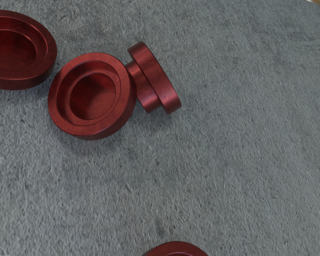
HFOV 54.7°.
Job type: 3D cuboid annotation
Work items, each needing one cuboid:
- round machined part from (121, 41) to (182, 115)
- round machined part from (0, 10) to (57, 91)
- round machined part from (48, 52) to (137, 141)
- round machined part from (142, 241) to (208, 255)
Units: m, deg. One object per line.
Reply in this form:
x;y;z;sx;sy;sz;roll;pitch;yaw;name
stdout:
-0.016;-0.057;0.396;0.042;0.098;0.098;-32;77;0;round machined part
-0.171;-0.082;0.351;0.099;0.042;0.098;14;56;-21;round machined part
-0.072;-0.033;0.352;0.098;0.042;0.098;-4;72;14;round machined part
0.012;0.164;0.299;0.099;0.042;0.098;14;56;-21;round machined part
